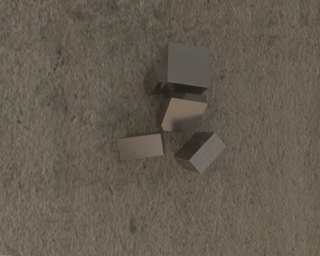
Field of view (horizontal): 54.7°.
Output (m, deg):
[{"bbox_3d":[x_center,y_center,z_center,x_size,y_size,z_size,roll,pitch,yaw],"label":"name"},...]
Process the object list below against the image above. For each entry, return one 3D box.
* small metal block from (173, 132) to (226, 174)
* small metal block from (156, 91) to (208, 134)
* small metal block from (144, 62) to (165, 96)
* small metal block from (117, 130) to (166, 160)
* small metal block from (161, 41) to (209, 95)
[{"bbox_3d":[0.052,0.032,0.416,0.050,0.050,0.025,-45,105,-15],"label":"small metal block"},{"bbox_3d":[0.027,-0.022,0.407,0.050,0.025,0.050,7,124,-20],"label":"small metal block"},{"bbox_3d":[0.012,-0.065,0.399,0.050,0.050,0.025,-10,80,-20],"label":"small metal block"},{"bbox_3d":[-0.021,0.020,0.380,0.050,0.050,0.025,-8,93,5],"label":"small metal block"},{"bbox_3d":[0.029,-0.069,0.365,0.050,0.025,0.050,6,75,-17],"label":"small metal block"}]
